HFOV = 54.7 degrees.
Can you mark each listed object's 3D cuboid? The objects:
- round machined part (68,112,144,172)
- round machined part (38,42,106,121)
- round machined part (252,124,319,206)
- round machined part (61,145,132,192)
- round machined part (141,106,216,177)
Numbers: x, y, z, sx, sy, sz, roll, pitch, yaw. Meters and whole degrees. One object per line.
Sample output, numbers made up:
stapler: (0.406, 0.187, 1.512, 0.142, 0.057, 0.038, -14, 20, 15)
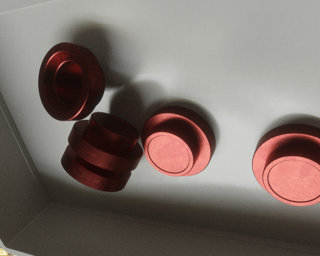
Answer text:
round machined part: (-0.066, 0.013, 0.408, 0.098, 0.098, 0.042, 29, 105, 9)
round machined part: (-0.110, -0.058, 0.401, 0.098, 0.042, 0.097, 2, 93, 34)
round machined part: (0.153, 0.048, 0.346, 0.098, 0.042, 0.097, 13, 124, 20)
round machined part: (-0.085, 0.044, 0.439, 0.098, 0.098, 0.042, 30, 102, 9)
round machined part: (0.018, 0.024, 0.401, 0.098, 0.042, 0.097, 13, 124, 20)
